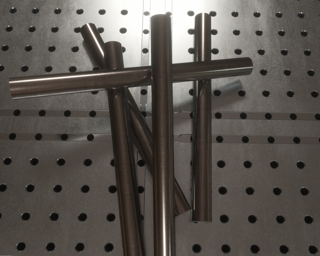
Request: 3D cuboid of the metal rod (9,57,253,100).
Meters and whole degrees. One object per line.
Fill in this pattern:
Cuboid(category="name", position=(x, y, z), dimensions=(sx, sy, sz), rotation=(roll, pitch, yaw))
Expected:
Cuboid(category="metal rod", position=(-0.021, -0.065, 0.387), dimensions=(0.302, 0.025, 0.025), rotation=(-8, 70, -17))

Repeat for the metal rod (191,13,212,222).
Cuboid(category="metal rod", position=(0.058, -0.028, 0.422), dimensions=(0.025, 0.025, 0.299), rotation=(3, 70, 1))

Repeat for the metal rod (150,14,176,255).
Cuboid(category="metal rod", position=(0.004, 0.017, 0.362), dimensions=(0.025, 0.025, 0.298), rotation=(-1, 86, -1))

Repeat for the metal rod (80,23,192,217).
Cuboid(category="metal rod", position=(-0.040, -0.022, 0.419), dimensions=(0.025, 0.025, 0.299), rotation=(-25, 72, -9))

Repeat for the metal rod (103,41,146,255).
Cuboid(category="metal rod", position=(-0.045, 0.033, 0.381), dimensions=(0.025, 0.025, 0.299), rotation=(-7, 77, -3))
